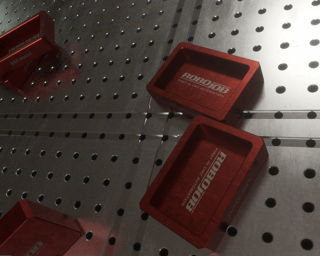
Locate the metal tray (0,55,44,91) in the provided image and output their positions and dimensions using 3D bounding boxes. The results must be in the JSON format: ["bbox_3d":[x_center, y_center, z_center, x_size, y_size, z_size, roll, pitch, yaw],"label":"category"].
[{"bbox_3d":[-0.293,-0.145,0.643,0.090,0.030,0.130,17,70,34],"label":"metal tray"}]

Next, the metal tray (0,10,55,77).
[{"bbox_3d":[-0.269,-0.165,0.604,0.130,0.030,0.090,-24,53,13],"label":"metal tray"}]

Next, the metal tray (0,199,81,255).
[{"bbox_3d":[-0.169,0.151,0.360,0.130,0.090,0.030,-46,51,-4],"label":"metal tray"}]

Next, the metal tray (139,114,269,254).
[{"bbox_3d":[0.048,0.056,0.344,0.090,0.030,0.130,24,74,36],"label":"metal tray"}]

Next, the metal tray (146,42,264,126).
[{"bbox_3d":[0.056,-0.059,0.410,0.130,0.030,0.090,27,76,37],"label":"metal tray"}]
